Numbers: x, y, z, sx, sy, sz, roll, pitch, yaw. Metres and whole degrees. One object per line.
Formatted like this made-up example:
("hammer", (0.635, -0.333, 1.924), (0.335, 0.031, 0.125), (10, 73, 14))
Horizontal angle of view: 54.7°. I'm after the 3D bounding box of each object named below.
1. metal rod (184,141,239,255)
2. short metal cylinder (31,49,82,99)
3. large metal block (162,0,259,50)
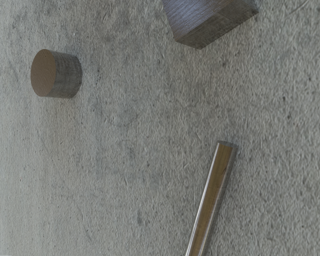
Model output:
("metal rod", (0.040, 0.160, 0.371), (0.025, 0.025, 0.298), (23, 104, 37))
("short metal cylinder", (-0.180, -0.092, 0.538), (0.080, 0.050, 0.080), (0, 90, 40))
("large metal block", (0.051, -0.147, 0.347), (0.080, 0.050, 0.080), (-27, 73, 37))
